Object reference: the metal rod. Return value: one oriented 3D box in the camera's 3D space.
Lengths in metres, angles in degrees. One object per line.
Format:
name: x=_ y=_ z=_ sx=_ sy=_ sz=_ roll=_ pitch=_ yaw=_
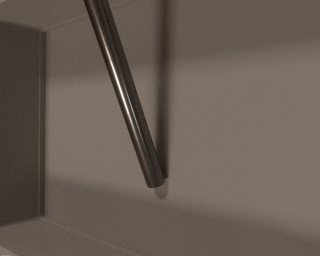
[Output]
metal rod: x=-0.046 y=-0.062 z=0.362 sx=0.025 sy=0.025 sz=0.298 roll=0 pitch=116 yaw=40
